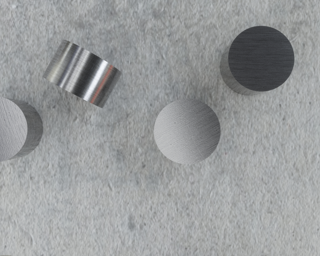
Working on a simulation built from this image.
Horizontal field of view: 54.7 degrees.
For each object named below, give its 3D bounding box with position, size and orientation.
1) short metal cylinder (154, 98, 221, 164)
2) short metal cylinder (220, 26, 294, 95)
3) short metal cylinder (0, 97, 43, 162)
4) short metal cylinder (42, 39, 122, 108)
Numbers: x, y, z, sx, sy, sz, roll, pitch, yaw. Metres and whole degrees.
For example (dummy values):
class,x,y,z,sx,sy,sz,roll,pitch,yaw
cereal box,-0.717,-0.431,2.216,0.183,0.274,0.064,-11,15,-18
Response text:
class,x,y,z,sx,sy,sz,roll,pitch,yaw
short metal cylinder,0.033,0.004,0.398,0.081,0.050,0.079,0,90,-1
short metal cylinder,0.122,-0.084,0.399,0.081,0.050,0.079,0,90,-1
short metal cylinder,-0.199,0.001,0.395,0.081,0.050,0.079,0,90,-1
short metal cylinder,-0.095,-0.065,0.381,0.080,0.080,0.050,29,90,-1
